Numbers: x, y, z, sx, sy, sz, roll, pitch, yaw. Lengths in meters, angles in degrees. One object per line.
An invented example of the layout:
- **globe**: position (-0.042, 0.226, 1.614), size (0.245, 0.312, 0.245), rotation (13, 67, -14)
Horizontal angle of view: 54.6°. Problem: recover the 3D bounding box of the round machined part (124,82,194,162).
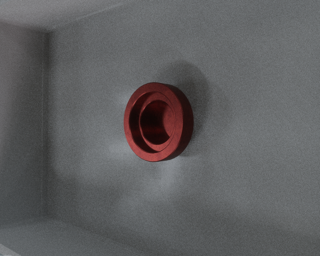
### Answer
- **round machined part**: position (0.003, -0.007, 0.395), size (0.098, 0.042, 0.097), rotation (0, 90, 40)
